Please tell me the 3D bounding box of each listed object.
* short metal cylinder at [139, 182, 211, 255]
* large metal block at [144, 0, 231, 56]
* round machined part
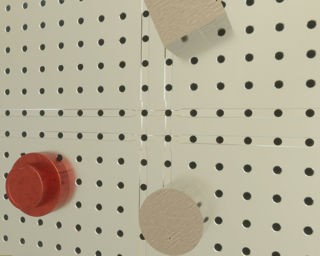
[{"bbox_3d":[0.020,0.112,0.391,0.080,0.050,0.079,0,90,19],"label":"short metal cylinder"},{"bbox_3d":[0.033,-0.149,0.387,0.080,0.050,0.080,-25,82,18],"label":"large metal block"},{"bbox_3d":[-0.192,0.086,0.469,0.098,0.042,0.097,0,90,19],"label":"round machined part"}]
